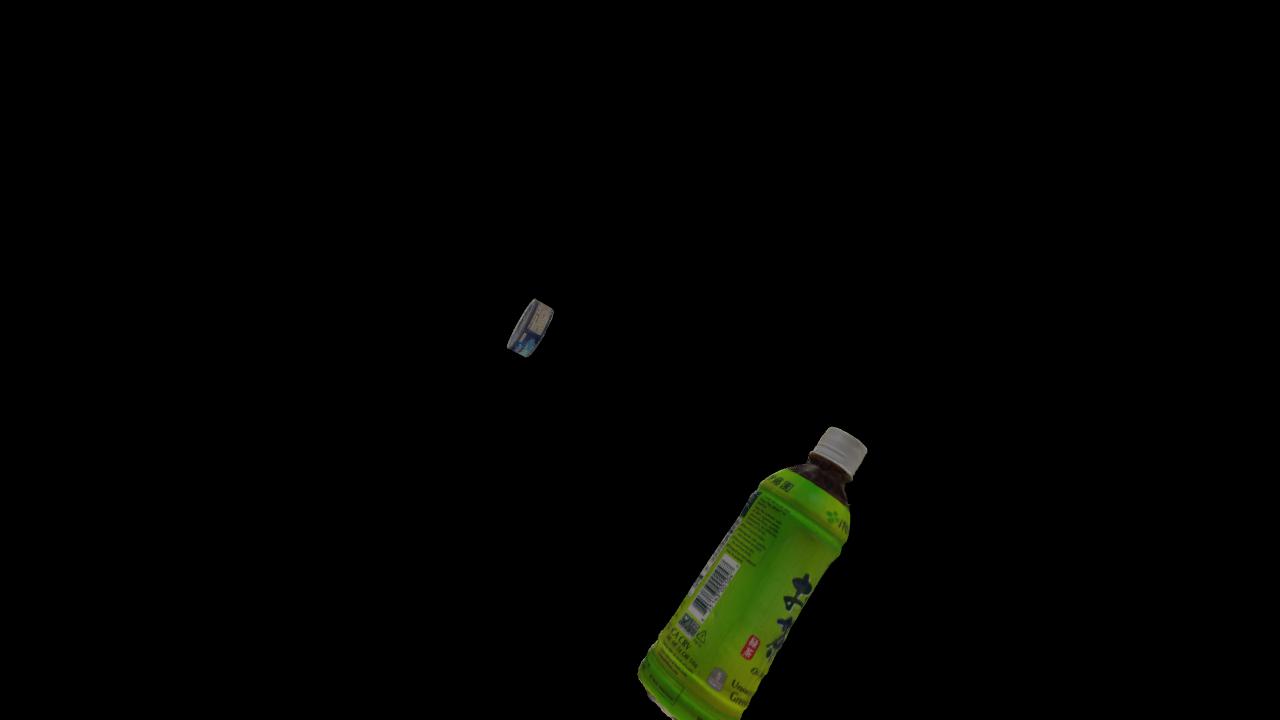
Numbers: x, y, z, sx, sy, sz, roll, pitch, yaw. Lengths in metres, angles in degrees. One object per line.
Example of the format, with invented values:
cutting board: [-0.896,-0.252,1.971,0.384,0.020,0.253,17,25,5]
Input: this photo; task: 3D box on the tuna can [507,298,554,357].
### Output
tuna can: [-0.160,-0.046,0.901,0.034,0.084,0.084,30,-10,-17]

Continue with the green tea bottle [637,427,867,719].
green tea bottle: [0.083,0.138,0.409,0.073,0.212,0.073,34,-8,5]
